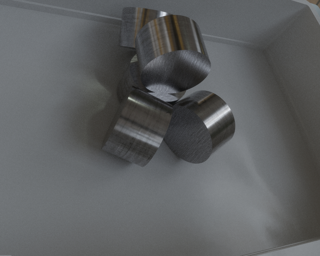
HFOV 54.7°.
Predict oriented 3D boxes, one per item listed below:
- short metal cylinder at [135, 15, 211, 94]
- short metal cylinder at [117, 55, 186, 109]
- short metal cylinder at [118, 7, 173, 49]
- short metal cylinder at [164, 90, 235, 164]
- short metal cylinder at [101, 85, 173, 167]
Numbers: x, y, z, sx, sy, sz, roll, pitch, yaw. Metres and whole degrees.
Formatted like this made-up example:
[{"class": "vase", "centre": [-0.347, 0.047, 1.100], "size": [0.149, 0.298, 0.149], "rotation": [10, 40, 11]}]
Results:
[{"class": "short metal cylinder", "centre": [0.014, -0.083, 0.362], "size": [0.081, 0.080, 0.050], "rotation": [3, 61, -27]}, {"class": "short metal cylinder", "centre": [-0.011, -0.056, 0.414], "size": [0.081, 0.050, 0.080], "rotation": [14, 56, -21]}, {"class": "short metal cylinder", "centre": [-0.015, -0.133, 0.433], "size": [0.081, 0.080, 0.050], "rotation": [4, 103, -26]}, {"class": "short metal cylinder", "centre": [0.047, -0.002, 0.395], "size": [0.050, 0.080, 0.080], "rotation": [-33, 80, -37]}, {"class": "short metal cylinder", "centre": [-0.027, -0.002, 0.355], "size": [0.050, 0.080, 0.080], "rotation": [26, 53, -12]}]
